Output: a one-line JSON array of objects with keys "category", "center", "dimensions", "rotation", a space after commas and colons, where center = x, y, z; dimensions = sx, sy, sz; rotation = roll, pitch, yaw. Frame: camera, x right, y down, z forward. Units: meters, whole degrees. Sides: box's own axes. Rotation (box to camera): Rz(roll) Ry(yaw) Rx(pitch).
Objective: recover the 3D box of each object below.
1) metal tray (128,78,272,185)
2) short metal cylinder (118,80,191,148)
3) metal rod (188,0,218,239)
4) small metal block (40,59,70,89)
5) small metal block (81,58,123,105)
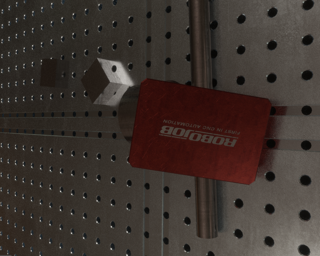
[{"category": "metal tray", "center": [0.039, 0.003, 0.321], "dimensions": [0.131, 0.030, 0.089], "rotation": [9, 98, -3]}, {"category": "short metal cylinder", "center": [-0.004, -0.015, 0.375], "dimensions": [0.050, 0.081, 0.079], "rotation": [-2, 89, 39]}, {"category": "metal rod", "center": [0.051, -0.024, 0.366], "dimensions": [0.025, 0.025, 0.298], "rotation": [-3, 88, 39]}, {"category": "small metal block", "center": [-0.192, -0.099, 0.564], "dimensions": [0.050, 0.025, 0.050], "rotation": [10, 96, 39]}, {"category": "small metal block", "center": [-0.092, -0.072, 0.482], "dimensions": [0.050, 0.025, 0.050], "rotation": [-44, 64, 30]}]
